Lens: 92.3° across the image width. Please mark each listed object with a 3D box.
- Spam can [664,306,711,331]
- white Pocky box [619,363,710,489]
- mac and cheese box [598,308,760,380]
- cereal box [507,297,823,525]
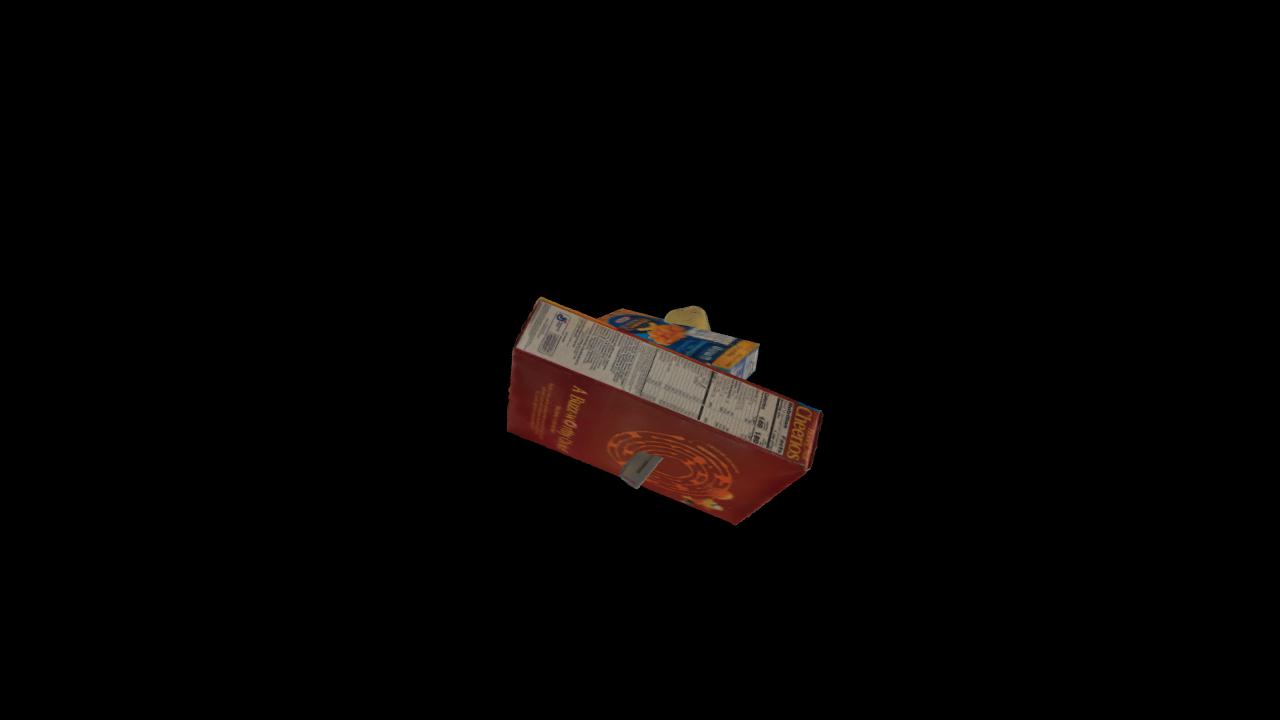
[{"bbox_3d":[0.063,-0.003,0.747,0.058,0.101,0.085,-11,-26,1],"label":"Spam can"},{"bbox_3d":[0.037,0.064,0.659,0.028,0.154,0.084,37,31,1],"label":"white Pocky box"},{"bbox_3d":[0.033,-0.013,0.697,0.184,0.041,0.093,17,27,25],"label":"mac and cheese box"},{"bbox_3d":[0.011,0.068,0.668,0.306,0.081,0.203,21,-32,-1],"label":"cereal box"}]
